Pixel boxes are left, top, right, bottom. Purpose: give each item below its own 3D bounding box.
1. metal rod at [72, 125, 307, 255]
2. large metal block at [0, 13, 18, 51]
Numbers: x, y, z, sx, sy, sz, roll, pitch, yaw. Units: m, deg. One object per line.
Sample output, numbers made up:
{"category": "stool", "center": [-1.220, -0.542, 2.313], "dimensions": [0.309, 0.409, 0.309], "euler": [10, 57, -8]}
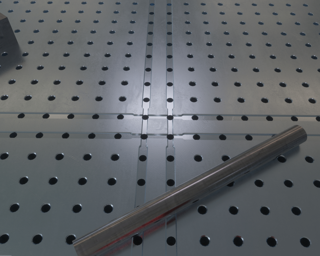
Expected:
{"category": "metal rod", "center": [0.050, 0.065, 0.353], "dimensions": [0.302, 0.025, 0.025], "euler": [-24, 54, -19]}
{"category": "large metal block", "center": [-0.309, -0.164, 0.527], "dimensions": [0.080, 0.050, 0.080], "euler": [34, 58, 25]}
